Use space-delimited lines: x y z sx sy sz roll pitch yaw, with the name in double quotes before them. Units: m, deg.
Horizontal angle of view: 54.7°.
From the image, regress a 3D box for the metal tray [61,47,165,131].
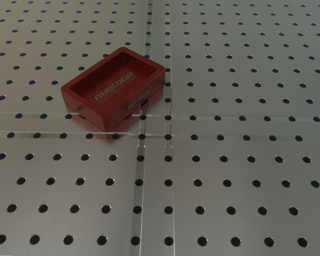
"metal tray" -0.065 -0.063 0.455 0.090 0.030 0.131 31 56 23
